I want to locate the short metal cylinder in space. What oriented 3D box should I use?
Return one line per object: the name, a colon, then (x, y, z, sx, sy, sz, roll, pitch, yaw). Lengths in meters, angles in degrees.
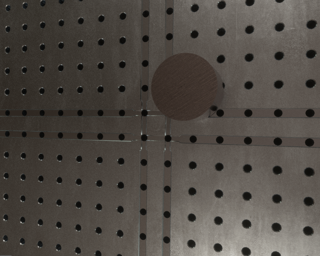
short metal cylinder: (0.036, -0.048, 0.386, 0.080, 0.050, 0.079, 0, 90, 19)
